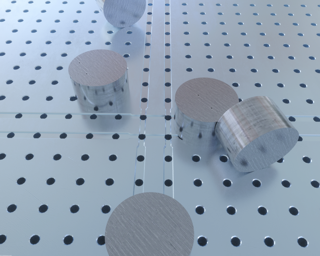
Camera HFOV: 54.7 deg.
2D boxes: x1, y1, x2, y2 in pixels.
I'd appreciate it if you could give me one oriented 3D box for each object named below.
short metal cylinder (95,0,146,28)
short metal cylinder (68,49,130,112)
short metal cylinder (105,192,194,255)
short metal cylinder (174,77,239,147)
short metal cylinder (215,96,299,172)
[{"bbox_3d":[-0.072,-0.233,0.567,0.081,0.080,0.050,-19,53,-16],"label":"short metal cylinder"},{"bbox_3d":[-0.086,-0.069,0.448,0.081,0.050,0.080,0,50,0],"label":"short metal cylinder"},{"bbox_3d":[-0.009,0.110,0.299,0.081,0.050,0.080,1,50,0],"label":"short metal cylinder"},{"bbox_3d":[0.059,-0.022,0.410,0.081,0.050,0.080,0,50,0],"label":"short metal cylinder"},{"bbox_3d":[0.113,0.008,0.366,0.081,0.080,0.050,-14,52,-12],"label":"short metal cylinder"}]
